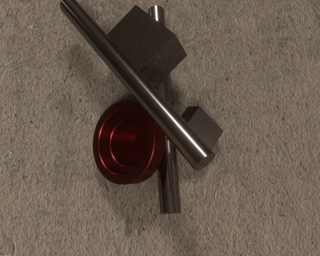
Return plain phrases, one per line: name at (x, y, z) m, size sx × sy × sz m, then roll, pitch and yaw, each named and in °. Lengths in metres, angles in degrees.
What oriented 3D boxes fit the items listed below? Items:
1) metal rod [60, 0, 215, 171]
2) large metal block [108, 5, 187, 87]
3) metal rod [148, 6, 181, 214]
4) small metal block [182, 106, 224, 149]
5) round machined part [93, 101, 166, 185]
metal rod at (-0.042, -0.070, 0.365) m, size 0.025 × 0.025 × 0.300 m, roll -34°, pitch 62°, yaw -12°
large metal block at (-0.026, -0.101, 0.411) m, size 0.080 × 0.050 × 0.080 m, roll -46°, pitch 62°, yaw 2°
metal rod at (0.003, -0.038, 0.422) m, size 0.025 × 0.025 × 0.299 m, roll -3°, pitch 70°, yaw -2°
small metal block at (0.045, 0.007, 0.393) m, size 0.050 × 0.025 × 0.050 m, roll 43°, pitch 72°, yaw -24°
round machined part at (-0.032, 0.018, 0.375) m, size 0.098 × 0.042 × 0.097 m, roll -5°, pitch 81°, yaw 36°
